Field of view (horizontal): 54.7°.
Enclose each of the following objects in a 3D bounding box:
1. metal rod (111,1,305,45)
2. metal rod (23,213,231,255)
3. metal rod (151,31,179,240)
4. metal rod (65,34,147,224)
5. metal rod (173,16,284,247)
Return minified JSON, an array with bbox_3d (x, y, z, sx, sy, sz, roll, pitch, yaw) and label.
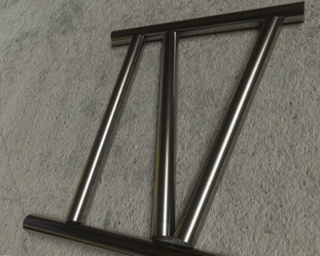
[{"bbox_3d":[0.054,-0.154,0.470,0.300,0.025,0.025,1,62,28],"label":"metal rod"},{"bbox_3d":[-0.040,0.130,0.344,0.300,0.025,0.025,1,62,28],"label":"metal rod"},{"bbox_3d":[0.010,-0.012,0.405,0.025,0.025,0.299,-11,57,22],"label":"metal rod"},{"bbox_3d":[-0.070,-0.015,0.448,0.025,0.025,0.300,1,62,28],"label":"metal rod"},{"bbox_3d":[0.088,-0.011,0.364,0.025,0.025,0.300,14,69,33],"label":"metal rod"}]
